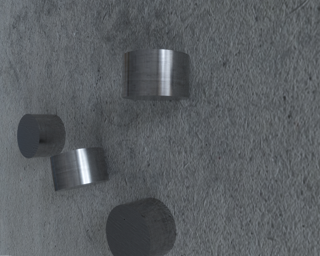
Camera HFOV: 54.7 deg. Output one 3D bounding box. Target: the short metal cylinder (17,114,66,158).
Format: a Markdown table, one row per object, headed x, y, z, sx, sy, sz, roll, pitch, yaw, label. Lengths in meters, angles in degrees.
| x | y | z | sx | sy | sz | roll | pitch | yaw | label |
| --- | --- | --- | --- | --- | --- | --- | --- | --- | --- |
| -0.219 | 0.014 | 0.570 | 0.080 | 0.050 | 0.080 | 0 | 90 | 40 | short metal cylinder |

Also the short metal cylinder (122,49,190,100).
| x | y | z | sx | sy | sz | roll | pitch | yaw | label |
| --- | --- | --- | --- | --- | --- | --- | --- | --- | --- |
| -0.005 | -0.061 | 0.373 | 0.080 | 0.081 | 0.050 | 1 | 91 | 40 | short metal cylinder |

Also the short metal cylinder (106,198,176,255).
| x | y | z | sx | sy | sz | roll | pitch | yaw | label |
| --- | --- | --- | --- | --- | --- | --- | --- | --- | --- |
| -0.026 | 0.137 | 0.410 | 0.080 | 0.050 | 0.080 | 0 | 90 | 40 | short metal cylinder |

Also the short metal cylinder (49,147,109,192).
| x | y | z | sx | sy | sz | roll | pitch | yaw | label |
| --- | --- | --- | --- | --- | --- | --- | --- | --- | --- |
| -0.122 | 0.063 | 0.470 | 0.080 | 0.081 | 0.050 | -21 | 77 | 38 | short metal cylinder |
